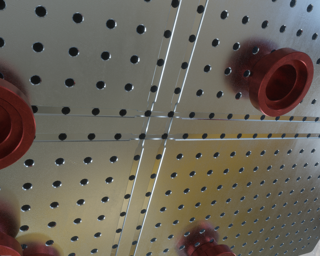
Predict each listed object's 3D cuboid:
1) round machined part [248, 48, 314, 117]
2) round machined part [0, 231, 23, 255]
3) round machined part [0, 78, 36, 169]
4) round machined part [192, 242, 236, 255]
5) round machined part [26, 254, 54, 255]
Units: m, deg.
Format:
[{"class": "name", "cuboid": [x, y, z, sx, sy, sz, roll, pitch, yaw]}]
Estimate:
[{"class": "round machined part", "cuboid": [0.168, -0.068, 0.449, 0.099, 0.042, 0.097, -14, 124, -21]}, {"class": "round machined part", "cuboid": [-0.222, 0.163, 0.379, 0.099, 0.042, 0.097, -14, 124, -21]}, {"class": "round machined part", "cuboid": [-0.175, -0.007, 0.300, 0.099, 0.042, 0.097, -14, 124, -21]}, {"class": "round machined part", "cuboid": [0.100, 0.268, 0.619, 0.099, 0.042, 0.097, -14, 124, -21]}, {"class": "round machined part", "cuboid": [-0.184, 0.231, 0.442, 0.099, 0.042, 0.097, -14, 124, -21]}]
